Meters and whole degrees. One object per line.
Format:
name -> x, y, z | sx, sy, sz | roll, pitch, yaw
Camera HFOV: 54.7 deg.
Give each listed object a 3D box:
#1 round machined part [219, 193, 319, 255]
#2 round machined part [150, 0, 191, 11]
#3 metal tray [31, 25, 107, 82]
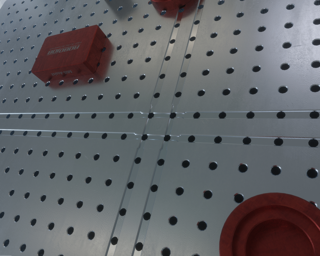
round machined part -> 0.106, 0.111, 0.274 | 0.098, 0.042, 0.098 | -13, 56, 21
round machined part -> 0.021, -0.258, 0.545 | 0.098, 0.042, 0.098 | -13, 56, 21
metal tray -> -0.170, -0.139, 0.580 | 0.130, 0.030, 0.090 | -3, 60, 26
